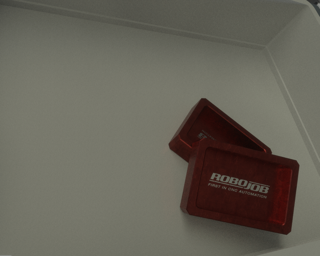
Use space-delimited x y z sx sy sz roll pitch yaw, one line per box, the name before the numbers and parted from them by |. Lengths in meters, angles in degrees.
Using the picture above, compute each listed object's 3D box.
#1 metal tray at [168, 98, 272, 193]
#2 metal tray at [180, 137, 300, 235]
metal tray | 0.087 0.029 0.431 0.130 0.030 0.090 38 51 -3
metal tray | 0.098 0.070 0.376 0.131 0.030 0.090 14 79 -9
